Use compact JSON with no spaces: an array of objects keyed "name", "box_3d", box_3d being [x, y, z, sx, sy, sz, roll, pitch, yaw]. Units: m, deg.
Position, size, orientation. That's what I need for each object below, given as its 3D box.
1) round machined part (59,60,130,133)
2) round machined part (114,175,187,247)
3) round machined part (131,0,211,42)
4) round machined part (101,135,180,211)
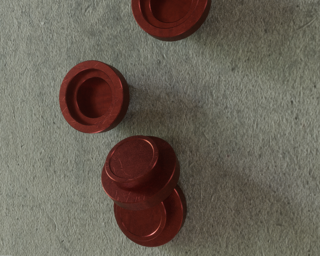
[{"name":"round machined part","box_3d":[-0.086,-0.042,0.430,0.098,0.042,0.097,0,90,20]},{"name":"round machined part","box_3d":[-0.018,0.108,0.406,0.098,0.042,0.097,0,90,20]},{"name":"round machined part","box_3d":[0.017,-0.158,0.394,0.098,0.042,0.097,0,90,20]},{"name":"round machined part","box_3d":[-0.028,0.048,0.383,0.098,0.042,0.098,-11,47,13]}]
